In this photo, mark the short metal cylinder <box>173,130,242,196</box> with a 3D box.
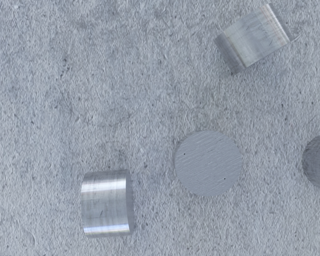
[{"bbox_3d":[0.058,0.042,0.398,0.081,0.050,0.080,0,90,0],"label":"short metal cylinder"}]

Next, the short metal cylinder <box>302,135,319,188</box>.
[{"bbox_3d":[0.234,0.046,0.399,0.081,0.050,0.080,0,90,0],"label":"short metal cylinder"}]

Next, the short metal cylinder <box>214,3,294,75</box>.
[{"bbox_3d":[0.115,-0.108,0.383,0.080,0.080,0.050,-31,90,0],"label":"short metal cylinder"}]

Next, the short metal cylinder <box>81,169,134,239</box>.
[{"bbox_3d":[-0.062,0.092,0.382,0.050,0.080,0.080,-5,90,0],"label":"short metal cylinder"}]
